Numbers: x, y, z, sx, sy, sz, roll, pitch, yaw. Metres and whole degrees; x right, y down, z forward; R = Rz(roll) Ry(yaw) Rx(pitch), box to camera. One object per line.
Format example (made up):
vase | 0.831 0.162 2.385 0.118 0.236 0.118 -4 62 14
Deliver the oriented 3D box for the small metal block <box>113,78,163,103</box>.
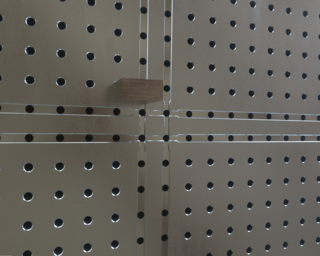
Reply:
small metal block | -0.029 -0.046 0.390 0.050 0.050 0.025 0 90 -20
